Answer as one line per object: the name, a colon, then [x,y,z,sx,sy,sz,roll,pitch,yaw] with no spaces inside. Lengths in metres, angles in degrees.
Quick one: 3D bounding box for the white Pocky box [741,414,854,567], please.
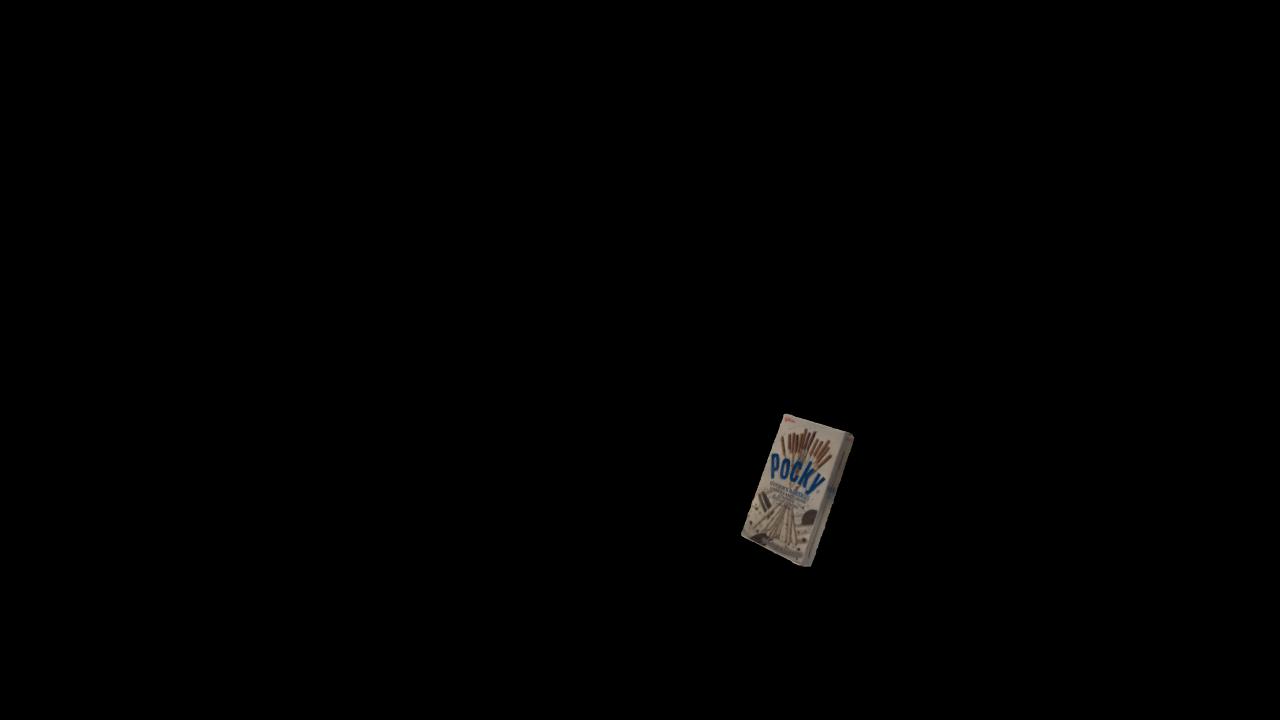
white Pocky box: [0.178,0.145,0.698,0.084,0.154,0.028,16,-6,46]
